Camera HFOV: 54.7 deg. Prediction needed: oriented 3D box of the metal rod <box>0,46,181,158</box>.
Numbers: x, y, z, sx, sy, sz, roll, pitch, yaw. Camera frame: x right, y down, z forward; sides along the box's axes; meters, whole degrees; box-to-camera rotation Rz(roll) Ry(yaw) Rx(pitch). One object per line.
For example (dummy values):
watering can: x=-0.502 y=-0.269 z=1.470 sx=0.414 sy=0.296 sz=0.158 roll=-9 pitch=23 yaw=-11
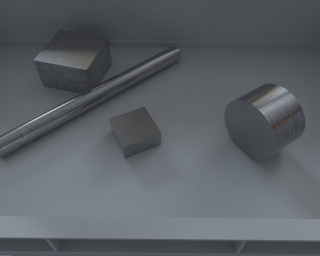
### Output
metal rod: x=-0.088 y=-0.048 z=0.444 sx=0.302 sy=0.025 sz=0.025 roll=-33 pitch=58 yaw=-25

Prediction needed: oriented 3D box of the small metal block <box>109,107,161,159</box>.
small metal block: x=-0.032 y=0.005 z=0.401 sx=0.050 sy=0.025 sz=0.050 roll=-20 pitch=53 yaw=-17

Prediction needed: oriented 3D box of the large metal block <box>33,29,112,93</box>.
large metal block: x=-0.128 y=-0.101 z=0.472 sx=0.080 sy=0.050 sz=0.080 roll=12 pitch=51 yaw=9

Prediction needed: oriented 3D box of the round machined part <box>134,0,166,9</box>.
round machined part: x=-0.021 y=-0.280 z=0.632 sx=0.099 sy=0.042 sz=0.098 roll=0 pitch=50 yaw=0

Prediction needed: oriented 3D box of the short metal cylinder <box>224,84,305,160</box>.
short metal cylinder: x=0.125 y=-0.008 z=0.377 sx=0.050 sy=0.080 sz=0.080 roll=-28 pitch=56 yaw=-22
